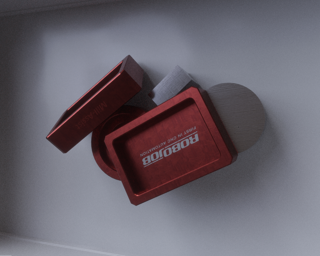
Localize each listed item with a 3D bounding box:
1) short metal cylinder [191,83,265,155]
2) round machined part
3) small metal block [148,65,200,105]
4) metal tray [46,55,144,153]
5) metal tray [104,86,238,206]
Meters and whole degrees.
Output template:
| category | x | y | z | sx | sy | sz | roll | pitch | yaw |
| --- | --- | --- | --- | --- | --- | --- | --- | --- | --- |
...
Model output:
| category | x | y | z | sx | sy | sz | roll | pitch | yaw |
| --- | --- | --- | --- | --- | --- | --- | --- | --- | --- |
| short metal cylinder | 0.082 | -0.010 | 0.366 | 0.080 | 0.050 | 0.079 | 0 | 90 | 19 |
| round machined part | -0.038 | 0.019 | 0.413 | 0.098 | 0.042 | 0.097 | 0 | 90 | 19 |
| small metal block | 0.019 | -0.048 | 0.388 | 0.050 | 0.050 | 0.025 | -44 | 77 | 13 |
| metal tray | -0.080 | -0.033 | 0.400 | 0.130 | 0.090 | 0.030 | -38 | 110 | 15 |
| metal tray | 0.009 | 0.022 | 0.352 | 0.130 | 0.030 | 0.090 | -28 | 80 | 22 |
